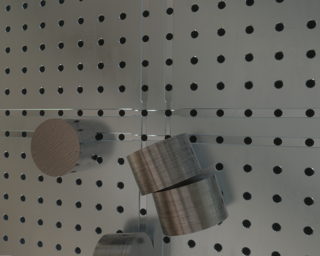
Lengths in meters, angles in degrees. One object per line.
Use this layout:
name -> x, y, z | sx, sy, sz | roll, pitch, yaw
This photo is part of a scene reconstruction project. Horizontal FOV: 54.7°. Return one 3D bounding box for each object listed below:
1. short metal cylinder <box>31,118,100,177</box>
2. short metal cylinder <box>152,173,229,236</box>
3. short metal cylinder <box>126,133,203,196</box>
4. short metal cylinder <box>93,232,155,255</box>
short metal cylinder -> -0.135, 0.027, 0.446 | 0.080, 0.050, 0.079 | 0, 90, 19
short metal cylinder -> 0.035, 0.089, 0.370 | 0.080, 0.080, 0.050 | -18, 84, 19
short metal cylinder -> 0.006, 0.044, 0.381 | 0.080, 0.080, 0.050 | -24, 82, 18
short metal cylinder -> -0.045, 0.177, 0.398 | 0.050, 0.080, 0.080 | -9, 87, 19
